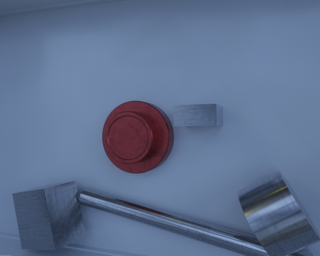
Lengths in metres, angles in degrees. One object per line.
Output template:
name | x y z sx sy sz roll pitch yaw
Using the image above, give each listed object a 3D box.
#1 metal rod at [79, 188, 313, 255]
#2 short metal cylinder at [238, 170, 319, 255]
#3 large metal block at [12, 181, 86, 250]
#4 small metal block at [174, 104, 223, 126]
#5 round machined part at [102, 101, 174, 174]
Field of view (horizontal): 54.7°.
metal rod | 0.031 0.126 0.399 0.301 0.025 0.025 11 94 19
short metal cylinder | 0.128 0.093 0.336 0.050 0.080 0.080 -32 80 17
large metal block | -0.158 0.124 0.440 0.080 0.050 0.080 -15 85 35
small metal block | 0.048 -0.015 0.380 0.050 0.050 0.025 -1 90 19
round machined part | -0.035 0.012 0.413 0.098 0.042 0.097 0 90 19
